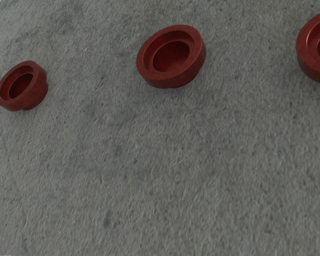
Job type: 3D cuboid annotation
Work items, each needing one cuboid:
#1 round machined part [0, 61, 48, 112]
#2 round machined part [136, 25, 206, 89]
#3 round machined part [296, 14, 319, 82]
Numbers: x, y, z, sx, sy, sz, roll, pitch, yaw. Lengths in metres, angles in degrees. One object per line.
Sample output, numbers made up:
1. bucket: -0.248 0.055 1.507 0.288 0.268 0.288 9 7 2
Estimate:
1. round machined part: -0.245 -0.071 0.562 0.098 0.042 0.098 -13 56 20
2. round machined part: 0.019 -0.095 0.440 0.098 0.042 0.098 -13 56 20
3. round machined part: 0.203 -0.084 0.338 0.098 0.042 0.098 -13 56 20
